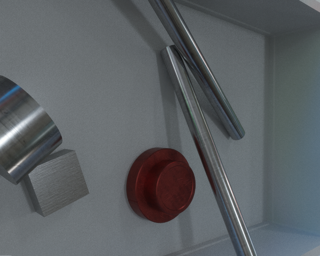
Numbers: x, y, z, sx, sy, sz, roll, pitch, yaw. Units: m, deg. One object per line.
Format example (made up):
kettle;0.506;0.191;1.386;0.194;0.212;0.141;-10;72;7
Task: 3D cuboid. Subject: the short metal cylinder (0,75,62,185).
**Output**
short metal cylinder;-0.131;0.002;0.262;0.050;0.080;0.080;-49;120;-29

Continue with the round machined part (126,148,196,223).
round machined part;0.008;0.075;0.405;0.099;0.042;0.097;0;90;-40

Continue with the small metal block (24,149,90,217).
small metal block;-0.108;0.054;0.318;0.050;0.025;0.050;-24;106;-38

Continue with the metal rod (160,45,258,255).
metal rod;0.064;0.032;0.409;0.025;0.025;0.299;-17;85;-39

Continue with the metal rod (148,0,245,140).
metal rod;0.056;-0.081;0.428;0.300;0.025;0.025;51;60;-38
